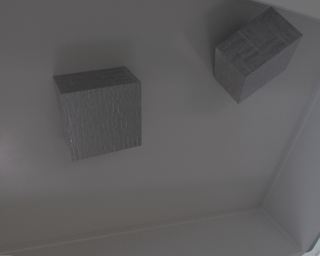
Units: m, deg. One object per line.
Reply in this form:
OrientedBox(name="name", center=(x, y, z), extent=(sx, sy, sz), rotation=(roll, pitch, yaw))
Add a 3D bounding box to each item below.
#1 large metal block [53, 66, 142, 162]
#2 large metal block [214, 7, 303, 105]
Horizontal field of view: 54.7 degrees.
OrientedBox(name="large metal block", center=(-0.067, -0.018, 0.345), extent=(0.081, 0.050, 0.079), rotation=(-12, 124, -22))
OrientedBox(name="large metal block", center=(0.115, -0.085, 0.380), extent=(0.080, 0.050, 0.080), rotation=(-36, 161, -4))
